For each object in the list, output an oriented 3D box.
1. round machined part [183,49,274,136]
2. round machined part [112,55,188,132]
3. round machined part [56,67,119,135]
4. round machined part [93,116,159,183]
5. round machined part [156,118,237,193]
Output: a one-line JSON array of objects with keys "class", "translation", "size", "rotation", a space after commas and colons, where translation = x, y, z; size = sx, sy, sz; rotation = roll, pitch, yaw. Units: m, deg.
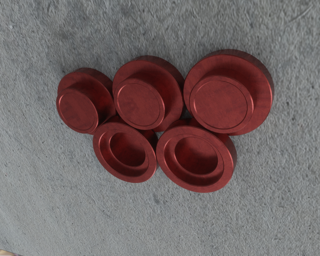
[{"class": "round machined part", "translation": [0.071, -0.033, 0.339], "size": [0.098, 0.042, 0.097], "rotation": [13, 124, 20]}, {"class": "round machined part", "translation": [-0.017, -0.037, 0.383], "size": [0.098, 0.042, 0.097], "rotation": [13, 124, 20]}, {"class": "round machined part", "translation": [-0.104, -0.031, 0.431], "size": [0.098, 0.042, 0.097], "rotation": [13, 124, 20]}, {"class": "round machined part", "translation": [-0.041, 0.026, 0.433], "size": [0.098, 0.042, 0.097], "rotation": [13, 124, 20]}, {"class": "round machined part", "translation": [0.048, 0.030, 0.390], "size": [0.098, 0.042, 0.097], "rotation": [13, 124, 20]}]
